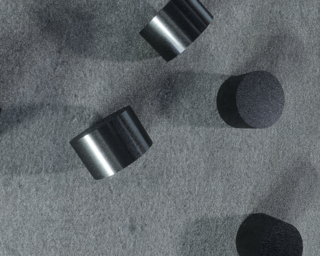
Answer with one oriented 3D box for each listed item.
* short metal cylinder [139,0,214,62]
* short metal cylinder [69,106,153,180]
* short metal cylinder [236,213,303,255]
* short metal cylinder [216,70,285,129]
[{"bbox_3d":[0.020,-0.129,0.388,0.050,0.080,0.080,44,76,-15],"label":"short metal cylinder"},{"bbox_3d":[-0.056,0.016,0.360,0.080,0.080,0.050,-34,102,-17],"label":"short metal cylinder"},{"bbox_3d":[0.161,0.172,0.457,0.081,0.050,0.079,0,90,-21],"label":"short metal cylinder"},{"bbox_3d":[0.129,-0.039,0.445,0.081,0.050,0.079,0,90,-21],"label":"short metal cylinder"}]
